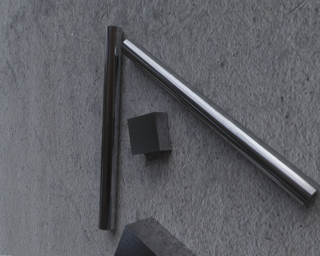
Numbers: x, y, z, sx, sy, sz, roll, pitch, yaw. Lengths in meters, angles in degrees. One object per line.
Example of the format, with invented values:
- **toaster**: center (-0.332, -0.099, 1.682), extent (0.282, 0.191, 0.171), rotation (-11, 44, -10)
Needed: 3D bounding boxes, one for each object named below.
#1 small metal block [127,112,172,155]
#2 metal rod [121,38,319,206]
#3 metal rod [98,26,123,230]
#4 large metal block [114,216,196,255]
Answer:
- **small metal block**: center (-0.014, 0.008, 0.415), extent (0.050, 0.025, 0.050), rotation (-13, 82, 39)
- **metal rod**: center (0.048, -0.026, 0.363), extent (0.300, 0.025, 0.025), rotation (44, 116, 31)
- **metal rod**: center (-0.074, 0.001, 0.463), extent (0.025, 0.025, 0.298), rotation (4, 93, 39)
- **large metal block**: center (-0.013, 0.176, 0.397), extent (0.080, 0.050, 0.079), rotation (32, 110, 35)
